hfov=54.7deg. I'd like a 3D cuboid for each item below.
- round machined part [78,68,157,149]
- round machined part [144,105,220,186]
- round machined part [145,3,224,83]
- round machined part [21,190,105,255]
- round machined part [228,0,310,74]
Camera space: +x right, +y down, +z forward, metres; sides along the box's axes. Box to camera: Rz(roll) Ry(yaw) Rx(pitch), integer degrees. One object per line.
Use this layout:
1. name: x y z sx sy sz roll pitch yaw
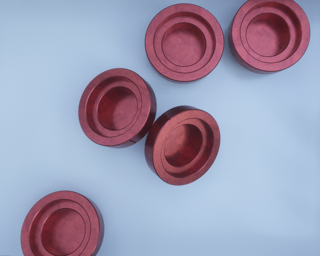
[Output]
1. round machined part: -0.049 -0.022 0.391 0.098 0.042 0.098 -4 77 20
2. round machined part: 0.024 0.019 0.388 0.099 0.042 0.097 -11 112 -28
3. round machined part: 0.030 -0.106 0.403 0.099 0.042 0.097 0 90 0
4. round machined part: -0.118 0.131 0.391 0.099 0.042 0.098 -2 69 6
5. round machined part: 0.137 -0.118 0.404 0.099 0.042 0.097 0 90 0
